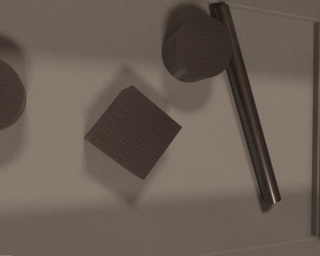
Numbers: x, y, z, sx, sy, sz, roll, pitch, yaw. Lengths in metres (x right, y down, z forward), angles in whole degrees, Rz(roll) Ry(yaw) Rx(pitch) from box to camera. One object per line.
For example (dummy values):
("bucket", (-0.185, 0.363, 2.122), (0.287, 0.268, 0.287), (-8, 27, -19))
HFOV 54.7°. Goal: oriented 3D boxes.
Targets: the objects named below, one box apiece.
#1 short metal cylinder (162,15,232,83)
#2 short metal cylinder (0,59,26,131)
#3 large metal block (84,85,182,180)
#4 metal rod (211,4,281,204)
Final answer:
("short metal cylinder", (0.049, -0.104, 0.416), (0.081, 0.050, 0.079), (0, 90, -20))
("short metal cylinder", (-0.187, -0.034, 0.328), (0.081, 0.050, 0.079), (0, 90, -21))
("large metal block", (-0.034, 0.006, 0.385), (0.080, 0.050, 0.080), (40, 77, -16))
("metal rod", (0.130, -0.031, 0.460), (0.025, 0.025, 0.298), (-20, 97, -19))
